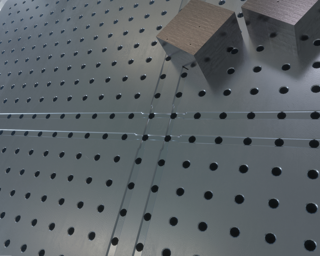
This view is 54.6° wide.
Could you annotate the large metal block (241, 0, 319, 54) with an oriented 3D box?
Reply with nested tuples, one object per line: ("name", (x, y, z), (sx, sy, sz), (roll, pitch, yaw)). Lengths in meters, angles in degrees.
("large metal block", (0.167, -0.154, 0.399), (0.080, 0.050, 0.080), (-46, 51, -4))

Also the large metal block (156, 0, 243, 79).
("large metal block", (0.056, -0.130, 0.443), (0.080, 0.050, 0.080), (-47, 51, -5))
